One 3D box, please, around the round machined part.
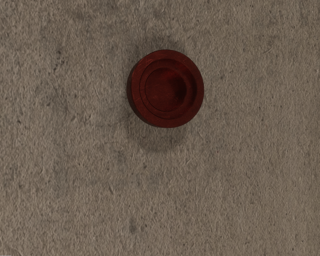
[{"bbox_3d":[0.004,-0.049,0.403,0.099,0.042,0.097,0,90,-21],"label":"round machined part"}]
